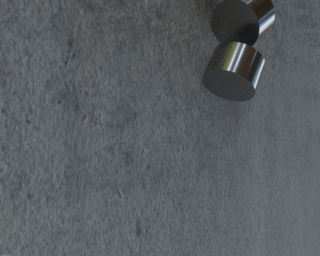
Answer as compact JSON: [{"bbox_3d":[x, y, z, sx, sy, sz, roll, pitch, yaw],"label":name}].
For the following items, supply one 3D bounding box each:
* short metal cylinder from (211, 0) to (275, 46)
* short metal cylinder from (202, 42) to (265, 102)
[{"bbox_3d":[0.128,-0.167,0.478,0.050,0.080,0.080,-42,116,-32],"label":"short metal cylinder"},{"bbox_3d":[0.110,-0.083,0.464,0.080,0.080,0.050,38,67,-34],"label":"short metal cylinder"}]
